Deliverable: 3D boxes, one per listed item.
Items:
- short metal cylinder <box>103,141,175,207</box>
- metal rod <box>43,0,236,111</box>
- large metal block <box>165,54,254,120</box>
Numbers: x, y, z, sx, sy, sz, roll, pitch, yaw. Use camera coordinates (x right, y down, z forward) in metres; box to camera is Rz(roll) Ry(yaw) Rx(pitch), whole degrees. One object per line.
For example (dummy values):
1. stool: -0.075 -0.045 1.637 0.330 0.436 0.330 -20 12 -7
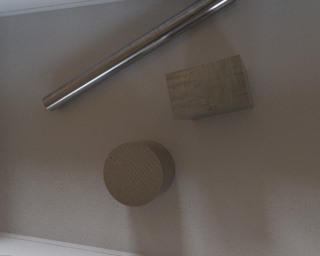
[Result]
1. short metal cylinder: -0.026 0.057 0.405 0.080 0.050 0.079 0 90 19
2. metal rod: -0.040 -0.102 0.423 0.300 0.025 0.025 -27 81 17
3. large metal block: 0.061 -0.042 0.359 0.080 0.080 0.050 -12 86 19
